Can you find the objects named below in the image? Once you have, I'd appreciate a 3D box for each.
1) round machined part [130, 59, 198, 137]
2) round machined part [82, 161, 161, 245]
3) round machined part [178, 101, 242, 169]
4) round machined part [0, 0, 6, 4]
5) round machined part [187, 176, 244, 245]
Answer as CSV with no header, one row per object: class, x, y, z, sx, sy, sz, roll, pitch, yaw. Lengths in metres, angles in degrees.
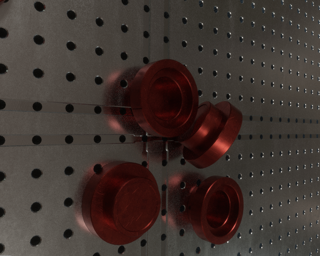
round machined part,0.001,-0.037,0.401,0.099,0.042,0.097,0,90,-40
round machined part,-0.038,0.090,0.368,0.099,0.042,0.097,0,90,-40
round machined part,0.061,0.003,0.420,0.042,0.098,0.098,35,67,-14
round machined part,-0.167,-0.151,0.258,0.099,0.042,0.097,0,90,-40
round machined part,0.080,0.121,0.468,0.099,0.042,0.097,0,90,-40
